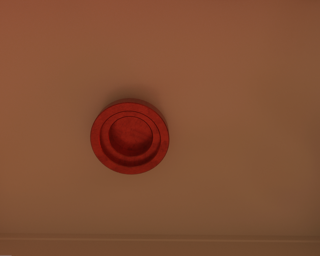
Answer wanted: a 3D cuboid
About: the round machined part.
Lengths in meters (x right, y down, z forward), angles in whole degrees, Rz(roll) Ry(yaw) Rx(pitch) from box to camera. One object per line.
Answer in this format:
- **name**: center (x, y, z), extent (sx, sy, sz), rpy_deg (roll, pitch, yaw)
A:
- **round machined part**: center (-0.037, 0.008, 0.405), extent (0.099, 0.042, 0.097), rpy_deg (0, 110, 0)
